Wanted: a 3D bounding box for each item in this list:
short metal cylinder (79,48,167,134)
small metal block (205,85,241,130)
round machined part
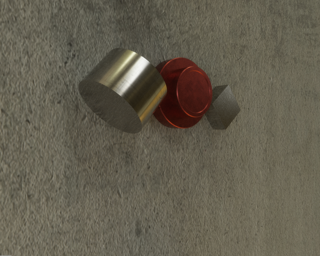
[{"bbox_3d":[-0.040,-0.039,0.337,0.080,0.080,0.050,50,60,-29],"label":"short metal cylinder"},{"bbox_3d":[0.096,-0.032,0.488,0.050,0.025,0.050,-47,118,-30],"label":"small metal block"},{"bbox_3d":[0.034,-0.048,0.424,0.099,0.042,0.097,0,90,-40],"label":"round machined part"}]
